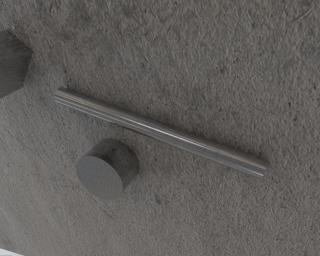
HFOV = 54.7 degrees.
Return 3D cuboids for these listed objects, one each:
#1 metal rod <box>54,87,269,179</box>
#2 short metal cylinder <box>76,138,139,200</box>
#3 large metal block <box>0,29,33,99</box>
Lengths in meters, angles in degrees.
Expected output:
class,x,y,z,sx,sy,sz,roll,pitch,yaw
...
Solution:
class,x,y,z,sx,sy,sz,roll,pitch,yaw
metal rod,-0.010,0.001,0.412,0.301,0.025,0.025,20,126,16
short metal cylinder,-0.079,0.062,0.471,0.080,0.050,0.079,13,124,21
large metal block,-0.240,-0.085,0.445,0.050,0.080,0.080,40,129,1
